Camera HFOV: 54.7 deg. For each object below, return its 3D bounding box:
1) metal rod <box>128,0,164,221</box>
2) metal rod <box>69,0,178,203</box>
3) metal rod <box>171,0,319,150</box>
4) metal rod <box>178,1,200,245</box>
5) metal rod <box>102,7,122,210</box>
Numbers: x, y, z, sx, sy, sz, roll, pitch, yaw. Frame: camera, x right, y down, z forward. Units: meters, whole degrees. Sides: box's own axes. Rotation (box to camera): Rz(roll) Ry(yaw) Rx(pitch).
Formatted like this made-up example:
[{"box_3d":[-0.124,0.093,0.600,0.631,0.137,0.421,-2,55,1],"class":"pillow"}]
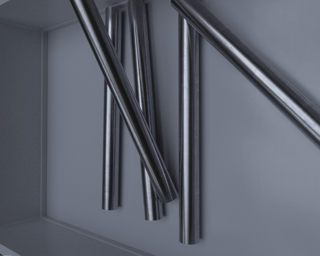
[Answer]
[{"box_3d":[-0.020,-0.028,0.423,0.025,0.025,0.298,-8,85,40],"class":"metal rod"},{"box_3d":[-0.046,-0.044,0.369,0.025,0.025,0.299,-14,105,39],"class":"metal rod"},{"box_3d":[0.109,-0.041,0.300,0.300,0.025,0.025,51,120,22],"class":"metal rod"},{"box_3d":[0.035,-0.012,0.377,0.025,0.025,0.298,0,90,40],"class":"metal rod"},{"box_3d":[-0.072,-0.028,0.466,0.025,0.025,0.298,2,91,40],"class":"metal rod"}]
